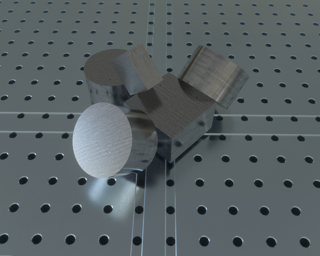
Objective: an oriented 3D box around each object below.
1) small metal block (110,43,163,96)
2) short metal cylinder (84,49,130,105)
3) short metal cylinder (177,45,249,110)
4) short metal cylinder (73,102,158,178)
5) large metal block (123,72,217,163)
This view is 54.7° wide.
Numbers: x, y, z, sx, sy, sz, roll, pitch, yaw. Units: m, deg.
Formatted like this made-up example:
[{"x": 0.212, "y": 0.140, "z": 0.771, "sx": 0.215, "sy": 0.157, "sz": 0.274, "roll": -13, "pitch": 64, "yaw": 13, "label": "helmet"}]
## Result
[{"x": -0.030, "y": -0.071, "z": 0.382, "sx": 0.025, "sy": 0.050, "sz": 0.050, "roll": -38, "pitch": 16, "yaw": -25, "label": "small metal block"}, {"x": -0.064, "y": -0.069, "z": 0.444, "sx": 0.081, "sy": 0.050, "sz": 0.080, "roll": 0, "pitch": 50, "yaw": 0, "label": "short metal cylinder"}, {"x": 0.070, "y": -0.067, "z": 0.415, "sx": 0.080, "sy": 0.080, "sz": 0.050, "roll": 36, "pitch": 97, "yaw": 26, "label": "short metal cylinder"}, {"x": -0.050, "y": 0.014, "z": 0.347, "sx": 0.080, "sy": 0.050, "sz": 0.080, "roll": -2, "pitch": 85, "yaw": 29, "label": "short metal cylinder"}, {"x": 0.012, "y": -0.016, "z": 0.397, "sx": 0.080, "sy": 0.050, "sz": 0.080, "roll": 37, "pitch": 59, "yaw": 26, "label": "large metal block"}]
